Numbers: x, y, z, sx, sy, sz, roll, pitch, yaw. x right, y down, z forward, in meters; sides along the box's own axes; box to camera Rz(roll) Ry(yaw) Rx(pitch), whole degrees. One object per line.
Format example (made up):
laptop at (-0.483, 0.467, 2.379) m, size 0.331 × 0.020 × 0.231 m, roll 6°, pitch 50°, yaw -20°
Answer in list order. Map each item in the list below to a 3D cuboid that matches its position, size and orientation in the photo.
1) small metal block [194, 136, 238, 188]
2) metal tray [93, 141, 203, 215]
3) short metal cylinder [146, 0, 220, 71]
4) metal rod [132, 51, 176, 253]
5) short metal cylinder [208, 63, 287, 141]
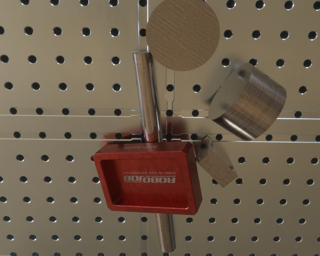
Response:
small metal block at (0.074, 0.045, 0.417) m, size 0.025 × 0.050 × 0.050 m, roll -42°, pitch 105°, yaw 14°
metal tray at (-0.016, 0.066, 0.410) m, size 0.130 × 0.030 × 0.089 m, roll -4°, pitch 110°, yaw 23°
short metal cylinder at (0.025, -0.110, 0.360) m, size 0.081 × 0.050 × 0.079 m, roll 0°, pitch 110°, yaw 0°
metal rod at (-0.005, 0.046, 0.430) m, size 0.025 × 0.025 × 0.298 m, roll -6°, pitch 110°, yaw 2°
short metal cylinder at (0.103, -0.031, 0.374) m, size 0.050 × 0.080 × 0.080 m, roll 32°, pitch 107°, yaw -11°
